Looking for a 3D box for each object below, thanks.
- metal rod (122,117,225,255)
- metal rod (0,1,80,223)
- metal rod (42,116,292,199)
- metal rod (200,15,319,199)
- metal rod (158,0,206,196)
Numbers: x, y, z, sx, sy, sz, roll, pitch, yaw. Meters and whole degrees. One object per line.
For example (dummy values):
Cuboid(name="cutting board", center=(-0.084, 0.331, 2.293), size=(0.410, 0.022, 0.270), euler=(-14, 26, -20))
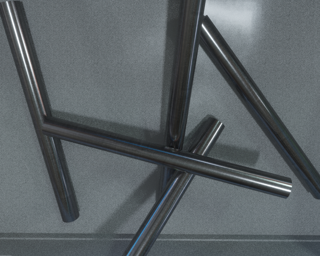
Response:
Cuboid(name="metal rod", center=(-0.006, 0.116, 0.383), size=(0.025, 0.025, 0.300), euler=(36, 79, -12))
Cuboid(name="metal rod", center=(-0.153, -0.006, 0.407), size=(0.025, 0.025, 0.298), euler=(-8, 110, 3))
Cuboid(name="metal rod", center=(0.004, 0.034, 0.376), size=(0.301, 0.025, 0.025), euler=(14, 110, 5))
Cuboid(name="metal rod", center=(0.139, -0.016, 0.406), size=(0.025, 0.025, 0.300), euler=(-37, 106, 12))
Cuboid(name="metal rod", center=(0.021, -0.013, 0.375), size=(0.025, 0.025, 0.298), euler=(5, 122, -2))
